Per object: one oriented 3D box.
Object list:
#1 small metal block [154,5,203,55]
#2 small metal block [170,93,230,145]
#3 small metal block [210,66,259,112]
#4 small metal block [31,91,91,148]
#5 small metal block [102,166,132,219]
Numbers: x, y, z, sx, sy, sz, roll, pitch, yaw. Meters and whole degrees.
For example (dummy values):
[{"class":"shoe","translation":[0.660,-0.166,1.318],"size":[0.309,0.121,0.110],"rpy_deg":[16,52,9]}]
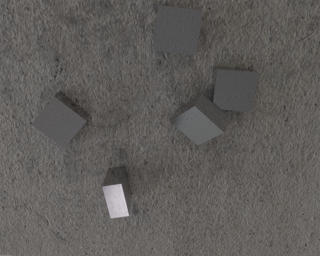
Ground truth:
[{"class":"small metal block","translation":[0.020,-0.116,0.367],"size":[0.050,0.025,0.050],"rpy_deg":[6,110,-3]},{"class":"small metal block","translation":[0.050,-0.010,0.393],"size":[0.050,0.025,0.050],"rpy_deg":[41,141,-14]},{"class":"small metal block","translation":[0.092,-0.050,0.392],"size":[0.050,0.025,0.050],"rpy_deg":[4,110,-2]},{"class":"small metal block","translation":[-0.128,-0.011,0.405],"size":[0.050,0.025,0.050],"rpy_deg":[40,105,-14]},{"class":"small metal block","translation":[-0.058,0.088,0.428],"size":[0.025,0.050,0.050],"rpy_deg":[-9,110,3]}]
